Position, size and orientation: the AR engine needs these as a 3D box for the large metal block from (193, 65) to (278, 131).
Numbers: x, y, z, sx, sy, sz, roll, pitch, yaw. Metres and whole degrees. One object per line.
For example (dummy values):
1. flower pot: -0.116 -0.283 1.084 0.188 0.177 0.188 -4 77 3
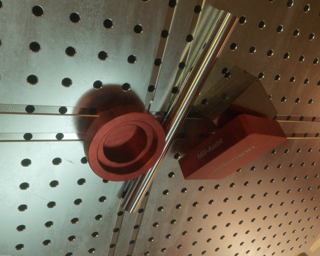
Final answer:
1. large metal block: 0.108 -0.027 0.440 0.080 0.050 0.080 -44 130 2

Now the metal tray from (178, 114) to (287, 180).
1. metal tray: 0.100 0.032 0.441 0.091 0.030 0.129 7 143 -40

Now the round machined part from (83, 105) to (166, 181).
1. round machined part: -0.046 0.015 0.386 0.099 0.042 0.097 -14 124 -21

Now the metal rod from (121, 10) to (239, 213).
1. metal rod: 0.019 -0.010 0.416 0.025 0.025 0.298 15 111 -35
